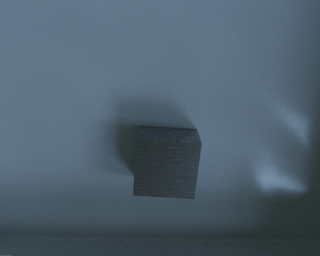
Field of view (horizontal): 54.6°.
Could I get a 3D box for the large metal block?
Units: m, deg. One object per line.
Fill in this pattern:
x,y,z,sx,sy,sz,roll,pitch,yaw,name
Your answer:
0.008,0.045,0.414,0.080,0.050,0.079,4,110,-2,large metal block
